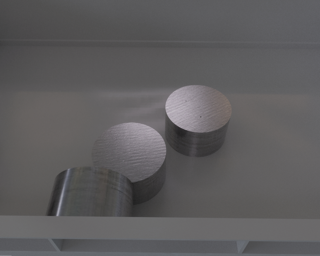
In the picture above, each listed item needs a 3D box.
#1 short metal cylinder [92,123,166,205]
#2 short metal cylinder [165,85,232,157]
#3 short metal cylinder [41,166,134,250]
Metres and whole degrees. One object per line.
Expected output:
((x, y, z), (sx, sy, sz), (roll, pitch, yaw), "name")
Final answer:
((-0.033, 0.040, 0.355), (0.080, 0.050, 0.080), (0, 50, 0), "short metal cylinder")
((0.047, -0.010, 0.397), (0.080, 0.050, 0.080), (0, 50, 0), "short metal cylinder")
((-0.067, 0.080, 0.301), (0.080, 0.080, 0.050), (0, 50, 0), "short metal cylinder")
